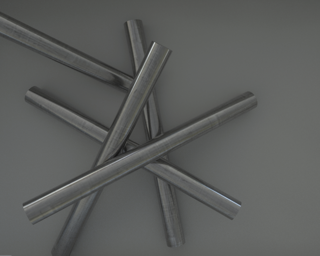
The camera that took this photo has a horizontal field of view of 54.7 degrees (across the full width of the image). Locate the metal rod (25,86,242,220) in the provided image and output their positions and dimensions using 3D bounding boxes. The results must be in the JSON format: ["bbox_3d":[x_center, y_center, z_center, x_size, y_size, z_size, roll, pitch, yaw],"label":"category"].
[{"bbox_3d":[-0.039,0.028,0.391,0.301,0.025,0.025,29,90,7],"label":"metal rod"}]

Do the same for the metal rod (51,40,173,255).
[{"bbox_3d":[-0.065,0.039,0.372,0.025,0.025,0.298,28,105,-1],"label":"metal rod"}]

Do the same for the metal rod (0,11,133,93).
[{"bbox_3d":[-0.168,-0.111,0.349,0.302,0.025,0.025,23,90,-25],"label":"metal rod"}]

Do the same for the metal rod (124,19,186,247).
[{"bbox_3d":[-0.007,0.007,0.411,0.025,0.025,0.298,-11,90,0],"label":"metal rod"}]

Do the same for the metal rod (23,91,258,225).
[{"bbox_3d":[-0.007,0.025,0.367,0.302,0.025,0.025,-26,90,-18],"label":"metal rod"}]
